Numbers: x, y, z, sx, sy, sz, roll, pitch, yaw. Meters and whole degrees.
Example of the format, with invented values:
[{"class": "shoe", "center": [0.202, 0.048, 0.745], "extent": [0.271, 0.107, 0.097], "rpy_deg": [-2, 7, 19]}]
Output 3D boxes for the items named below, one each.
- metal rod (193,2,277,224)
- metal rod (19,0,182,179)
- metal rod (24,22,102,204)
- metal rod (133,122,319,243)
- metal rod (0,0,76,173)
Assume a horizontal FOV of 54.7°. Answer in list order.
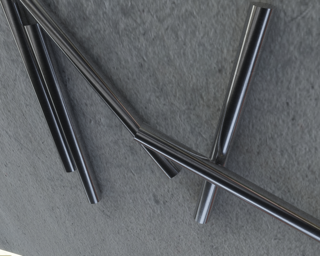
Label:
[{"class": "metal rod", "center": [0.078, 0.008, 0.369], "extent": [0.025, 0.025, 0.298], "rpy_deg": [19, 126, 16]}, {"class": "metal rod", "center": [-0.073, -0.052, 0.411], "extent": [0.025, 0.025, 0.300], "rpy_deg": [-33, 101, 38]}, {"class": "metal rod", "center": [-0.140, -0.007, 0.473], "extent": [0.025, 0.025, 0.298], "rpy_deg": [3, 120, 26]}, {"class": "metal rod", "center": [0.106, 0.077, 0.372], "extent": [0.301, 0.025, 0.025], "rpy_deg": [29, 129, -1]}, {"class": "metal rod", "center": [-0.176, -0.063, 0.458], "extent": [0.025, 0.025, 0.298], "rpy_deg": [3, 120, 26]}]
